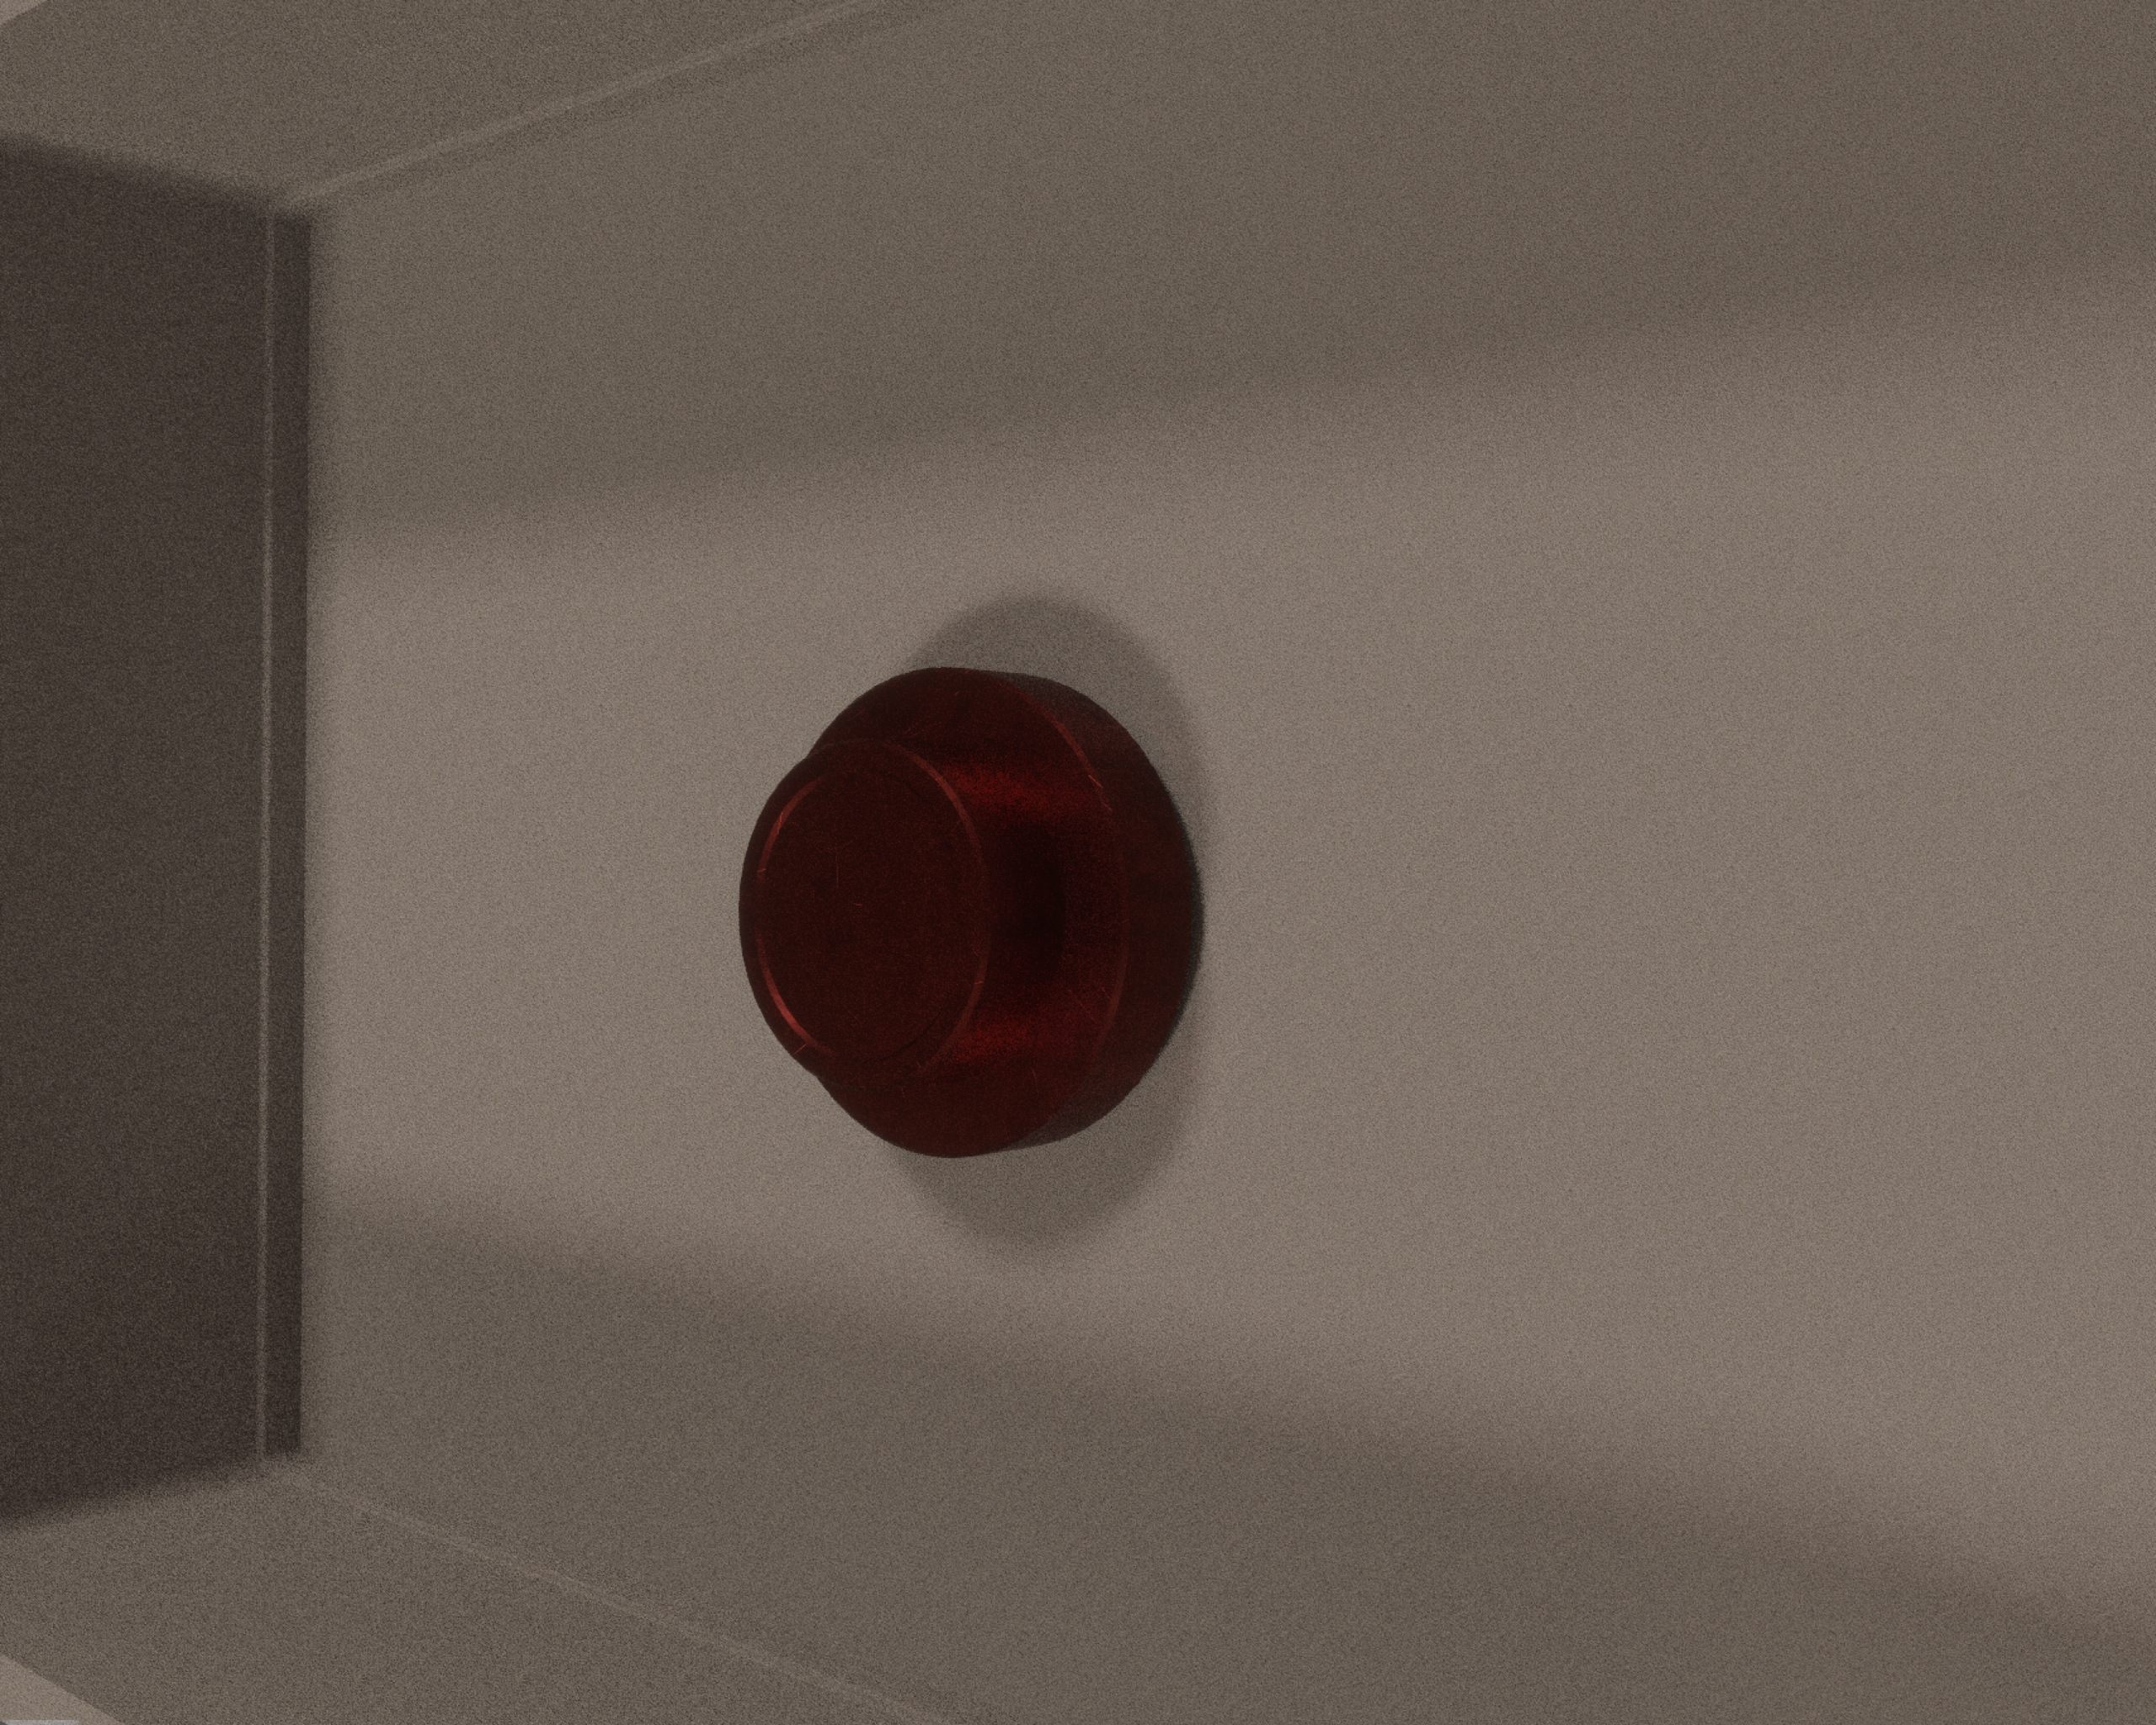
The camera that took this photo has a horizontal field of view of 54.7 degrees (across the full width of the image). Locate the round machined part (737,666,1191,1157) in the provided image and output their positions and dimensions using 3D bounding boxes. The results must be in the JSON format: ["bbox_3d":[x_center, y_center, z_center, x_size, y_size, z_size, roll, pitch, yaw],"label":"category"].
[{"bbox_3d":[-0.029,0.010,0.413,0.098,0.042,0.097,0,90,39],"label":"round machined part"}]
